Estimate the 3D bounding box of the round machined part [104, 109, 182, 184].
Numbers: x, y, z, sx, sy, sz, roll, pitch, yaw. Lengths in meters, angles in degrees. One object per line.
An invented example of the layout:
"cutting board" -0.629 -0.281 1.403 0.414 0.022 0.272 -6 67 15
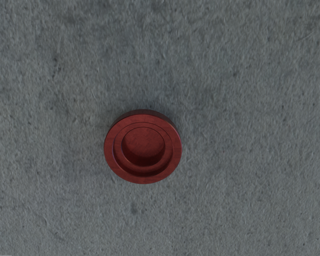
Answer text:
"round machined part" -0.021 0.021 0.408 0.099 0.042 0.097 0 110 -1
